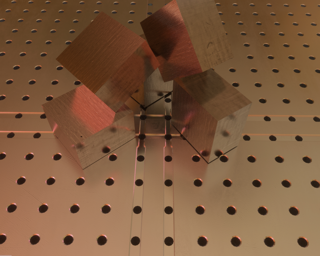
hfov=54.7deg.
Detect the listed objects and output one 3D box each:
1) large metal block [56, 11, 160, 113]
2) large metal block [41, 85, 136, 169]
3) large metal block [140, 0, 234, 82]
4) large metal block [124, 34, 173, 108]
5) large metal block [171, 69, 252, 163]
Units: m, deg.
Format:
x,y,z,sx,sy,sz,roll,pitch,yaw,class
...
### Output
x,y,z,sx,sy,sz,roll,pitch,yaw,class
-0.062,-0.079,0.372,0.080,0.050,0.080,40,86,28,large metal block
-0.089,-0.008,0.396,0.081,0.050,0.080,-32,57,-25,large metal block
0.030,-0.106,0.369,0.050,0.080,0.080,-29,13,-28,large metal block
-0.008,-0.089,0.445,0.080,0.080,0.050,-34,58,-26,large metal block
0.059,-0.018,0.386,0.050,0.080,0.080,-27,56,-21,large metal block
